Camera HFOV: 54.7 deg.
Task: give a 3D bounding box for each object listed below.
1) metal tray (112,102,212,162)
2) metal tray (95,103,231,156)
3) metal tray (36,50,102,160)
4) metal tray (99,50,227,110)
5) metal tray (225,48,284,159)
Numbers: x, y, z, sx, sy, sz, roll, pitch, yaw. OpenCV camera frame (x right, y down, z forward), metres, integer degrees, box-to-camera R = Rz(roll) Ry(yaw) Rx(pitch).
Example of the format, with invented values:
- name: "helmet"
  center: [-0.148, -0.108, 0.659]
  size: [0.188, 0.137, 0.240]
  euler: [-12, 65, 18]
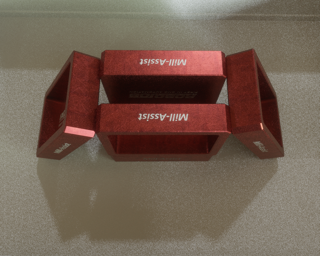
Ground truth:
- name: "metal tray"
  center: [0.002, -0.003, 0.407]
  size: [0.131, 0.030, 0.090]
  euler: [0, 70, -1]
- name: "metal tray"
  center: [0.003, 0.005, 0.340]
  size: [0.131, 0.090, 0.030]
  euler: [0, 70, -1]
- name: "metal tray"
  center: [-0.109, -0.019, 0.360]
  size: [0.030, 0.130, 0.090]
  euler: [12, 68, -30]
- name: "metal tray"
  center: [0.003, -0.052, 0.360]
  size: [0.131, 0.090, 0.030]
  euler: [0, 70, 0]
- name: "metal tray"
  center: [0.114, -0.021, 0.362]
  size: [0.030, 0.130, 0.090]
  euler: [-11, 68, 28]
